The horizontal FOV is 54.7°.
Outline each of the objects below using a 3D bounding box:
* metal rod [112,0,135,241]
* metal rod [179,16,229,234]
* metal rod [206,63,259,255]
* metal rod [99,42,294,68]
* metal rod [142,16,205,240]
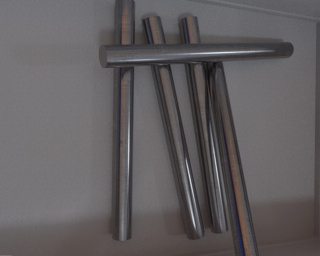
[{"bbox_3d":[-0.046,-0.011,0.393,0.025,0.025,0.298,1,90,-20],"label":"metal rod"},{"bbox_3d":[0.062,-0.002,0.433,0.025,0.025,0.298,-10,94,-20],"label":"metal rod"},{"bbox_3d":[0.088,0.046,0.380,0.025,0.025,0.299,5,64,-20],"label":"metal rod"},{"bbox_3d":[0.068,-0.099,0.409,0.303,0.025,0.025,-10,94,-29],"label":"metal rod"},{"bbox_3d":[0.019,0.003,0.417,0.025,0.025,0.298,-13,95,-20],"label":"metal rod"}]
